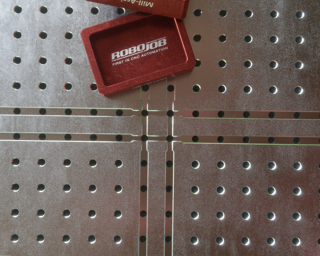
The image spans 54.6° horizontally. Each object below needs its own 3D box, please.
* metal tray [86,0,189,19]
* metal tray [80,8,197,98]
[{"bbox_3d":[-0.024,-0.193,0.393,0.131,0.030,0.090,11,65,0],"label":"metal tray"},{"bbox_3d":[-0.028,-0.102,0.410,0.131,0.030,0.090,-18,90,0],"label":"metal tray"}]
